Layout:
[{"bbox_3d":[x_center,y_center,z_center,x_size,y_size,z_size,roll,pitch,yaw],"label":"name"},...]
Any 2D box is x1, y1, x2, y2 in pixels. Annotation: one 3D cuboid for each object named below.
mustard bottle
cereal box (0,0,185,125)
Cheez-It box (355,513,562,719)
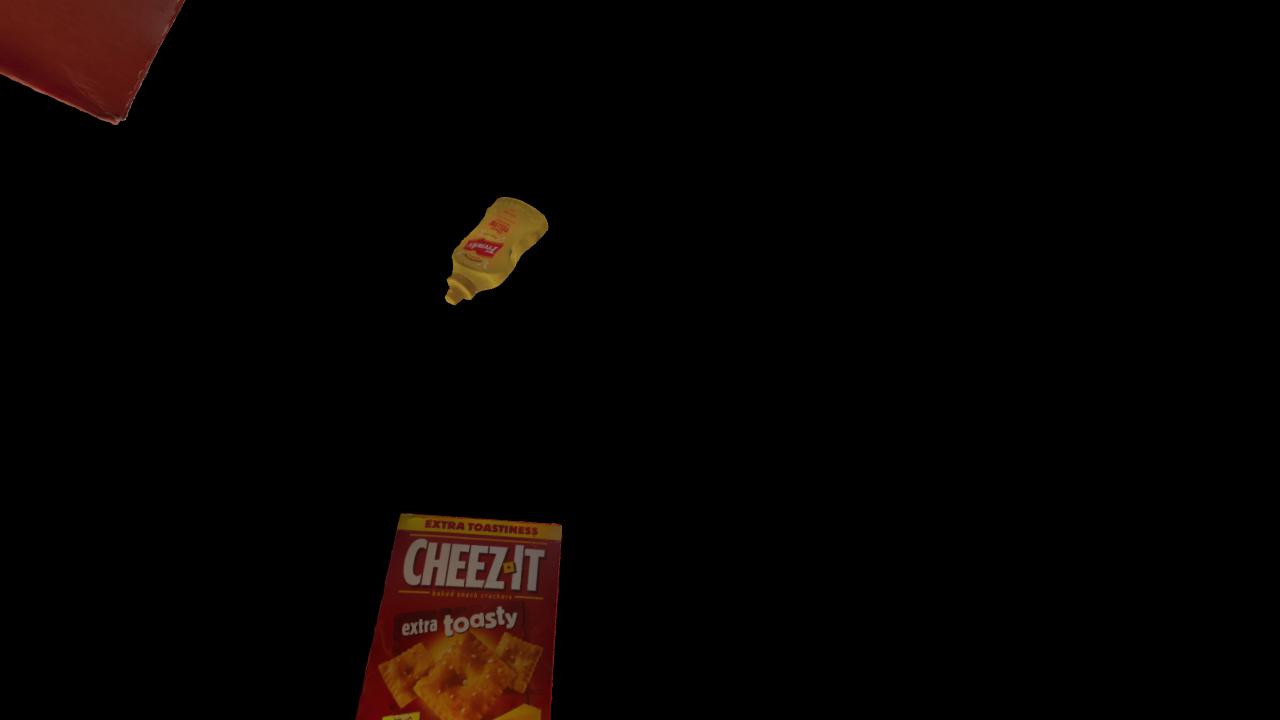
[{"bbox_3d":[-0.217,-0.150,0.882,0.092,0.184,0.054,28,-23,12],"label":"mustard bottle"},{"bbox_3d":[-0.304,-0.302,0.292,0.203,0.306,0.081,25,17,-49],"label":"cereal box"},{"bbox_3d":[-0.165,0.267,0.588,0.166,0.223,0.071,9,-36,-13],"label":"Cheez-It box"}]
